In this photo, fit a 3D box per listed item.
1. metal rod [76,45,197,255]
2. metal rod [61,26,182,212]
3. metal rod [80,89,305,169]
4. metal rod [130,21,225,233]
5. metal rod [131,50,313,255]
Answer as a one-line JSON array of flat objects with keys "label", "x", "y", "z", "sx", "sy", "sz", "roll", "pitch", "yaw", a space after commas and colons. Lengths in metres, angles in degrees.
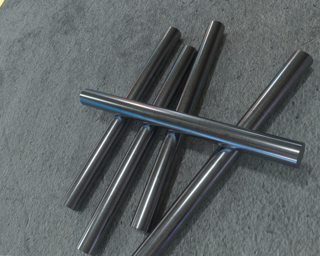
[{"label": "metal rod", "x": -0.021, "y": 0.016, "z": 0.405, "sx": 0.025, "sy": 0.025, "sz": 0.300, "roll": 15, "pitch": 69, "yaw": 34}, {"label": "metal rod", "x": -0.048, "y": -0.023, "z": 0.443, "sx": 0.025, "sy": 0.025, "sz": 0.300, "roll": 18, "pitch": 71, "yaw": 35}, {"label": "metal rod", "x": 0.011, "y": -0.010, "z": 0.370, "sx": 0.300, "sy": 0.025, "sz": 0.025, "roll": 17, "pitch": 71, "yaw": 34}, {"label": "metal rod", "x": 0.030, "y": -0.017, "z": 0.398, "sx": 0.025, "sy": 0.025, "sz": 0.300, "roll": 8, "pitch": 66, "yaw": 32}, {"label": "metal rod", "x": 0.073, "y": 0.031, "z": 0.346, "sx": 0.025, "sy": 0.025, "sz": 0.300, "roll": 34, "pitch": 80, "yaw": 38}]
